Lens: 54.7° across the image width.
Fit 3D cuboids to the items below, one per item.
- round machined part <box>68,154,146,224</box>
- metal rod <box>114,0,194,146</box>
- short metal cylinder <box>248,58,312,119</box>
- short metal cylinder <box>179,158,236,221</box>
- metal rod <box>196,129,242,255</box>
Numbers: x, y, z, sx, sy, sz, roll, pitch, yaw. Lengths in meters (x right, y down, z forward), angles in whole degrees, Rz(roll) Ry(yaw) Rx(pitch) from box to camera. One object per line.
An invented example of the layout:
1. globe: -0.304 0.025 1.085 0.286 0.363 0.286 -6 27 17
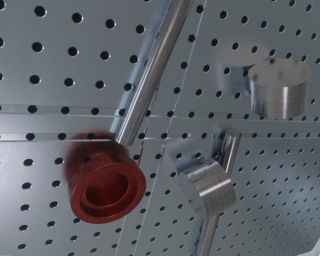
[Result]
1. round machined part: -0.071 0.075 0.407 0.099 0.042 0.097 -14 124 -21
2. metal rod: 0.012 -0.112 0.347 0.025 0.025 0.298 11 113 -33
3. short metal cylinder: 0.165 -0.056 0.431 0.081 0.080 0.050 -24 127 -14
4. short metal cylinder: 0.071 0.092 0.471 0.050 0.080 0.080 -23 127 -14
5. metal rod: 0.098 0.137 0.549 0.025 0.025 0.298 -7 122 -25
